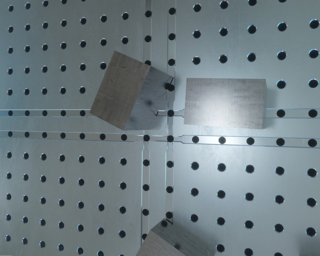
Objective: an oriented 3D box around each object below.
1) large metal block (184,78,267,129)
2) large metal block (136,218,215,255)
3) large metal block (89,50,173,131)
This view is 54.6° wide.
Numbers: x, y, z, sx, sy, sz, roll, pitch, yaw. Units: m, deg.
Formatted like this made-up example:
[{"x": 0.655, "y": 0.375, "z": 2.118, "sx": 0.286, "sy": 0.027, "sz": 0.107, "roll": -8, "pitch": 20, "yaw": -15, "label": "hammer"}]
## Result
[{"x": 0.078, "y": -0.026, "z": 0.356, "sx": 0.080, "sy": 0.080, "sz": 0.050, "roll": 4, "pitch": 92, "yaw": 20, "label": "large metal block"}, {"x": 0.011, "y": 0.178, "z": 0.396, "sx": 0.080, "sy": 0.050, "sz": 0.080, "roll": 31, "pitch": 100, "yaw": 17, "label": "large metal block"}, {"x": -0.034, "y": -0.044, "z": 0.396, "sx": 0.050, "sy": 0.080, "sz": 0.080, "roll": 27, "pitch": 99, "yaw": 18, "label": "large metal block"}]
